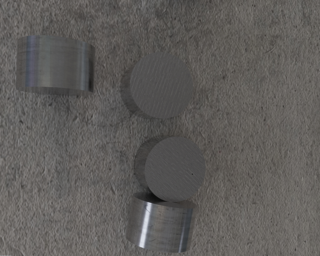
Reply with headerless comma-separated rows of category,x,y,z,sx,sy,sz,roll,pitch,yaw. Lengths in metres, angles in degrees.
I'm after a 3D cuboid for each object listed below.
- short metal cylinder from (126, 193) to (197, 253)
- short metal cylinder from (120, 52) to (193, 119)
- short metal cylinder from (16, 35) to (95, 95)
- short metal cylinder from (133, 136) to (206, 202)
short metal cylinder,0.002,0.113,0.381,0.081,0.080,0.050,11,87,-20
short metal cylinder,-0.005,-0.051,0.393,0.081,0.050,0.080,0,90,-20
short metal cylinder,-0.112,-0.064,0.338,0.081,0.080,0.050,2,90,-20
short metal cylinder,0.011,0.050,0.400,0.081,0.050,0.080,0,90,-20
